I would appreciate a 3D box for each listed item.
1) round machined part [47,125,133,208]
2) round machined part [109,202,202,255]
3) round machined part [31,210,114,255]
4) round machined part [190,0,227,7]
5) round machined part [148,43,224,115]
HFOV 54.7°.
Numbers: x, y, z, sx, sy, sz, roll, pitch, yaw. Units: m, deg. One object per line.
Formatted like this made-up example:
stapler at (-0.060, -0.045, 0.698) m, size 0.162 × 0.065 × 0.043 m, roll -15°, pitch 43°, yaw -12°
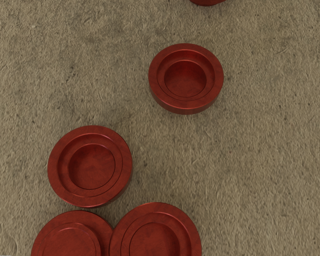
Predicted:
round machined part at (-0.082, 0.049, 0.380) m, size 0.099 × 0.042 × 0.098 m, roll 0°, pitch 70°, yaw 0°
round machined part at (-0.007, 0.134, 0.343) m, size 0.099 × 0.042 × 0.098 m, roll 5°, pitch 69°, yaw -12°
round machined part at (-0.096, 0.142, 0.346) m, size 0.099 × 0.042 × 0.098 m, roll 0°, pitch 70°, yaw 0°
round machined part at (0.073, -0.231, 0.484) m, size 0.099 × 0.042 × 0.098 m, roll 0°, pitch 70°, yaw 0°
round machined part at (0.034, -0.063, 0.422) m, size 0.099 × 0.042 × 0.098 m, roll 0°, pitch 70°, yaw 0°
